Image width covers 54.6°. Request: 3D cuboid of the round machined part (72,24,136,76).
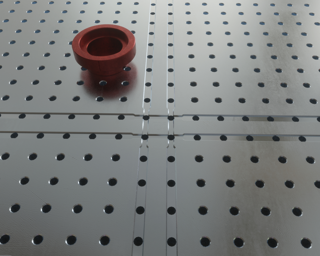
[{"bbox_3d":[-0.088,-0.122,0.499,0.099,0.042,0.098,0,50,0],"label":"round machined part"}]
